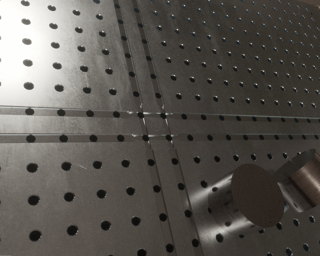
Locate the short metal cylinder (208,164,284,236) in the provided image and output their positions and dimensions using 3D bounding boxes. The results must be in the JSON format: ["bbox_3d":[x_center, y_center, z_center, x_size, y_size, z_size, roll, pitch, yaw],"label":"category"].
[{"bbox_3d":[0.110,0.092,0.397,0.081,0.050,0.080,14,56,-21],"label":"short metal cylinder"}]

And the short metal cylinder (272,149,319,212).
[{"bbox_3d":[0.204,0.074,0.440,0.081,0.080,0.050,-34,81,-38],"label":"short metal cylinder"}]
